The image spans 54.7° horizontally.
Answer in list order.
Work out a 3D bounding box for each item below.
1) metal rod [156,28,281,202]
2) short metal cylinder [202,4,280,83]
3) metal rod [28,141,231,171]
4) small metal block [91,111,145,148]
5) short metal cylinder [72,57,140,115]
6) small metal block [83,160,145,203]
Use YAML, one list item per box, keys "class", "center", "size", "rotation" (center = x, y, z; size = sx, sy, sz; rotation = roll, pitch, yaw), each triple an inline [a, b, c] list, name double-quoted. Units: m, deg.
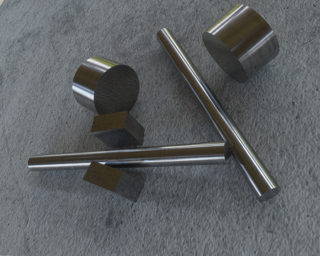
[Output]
- class: "metal rod"
  center: [0.057, -0.041, 0.398]
  size: [0.025, 0.025, 0.300]
  rotation: [-32, 52, 8]
- class: "short metal cylinder"
  center: [0.097, -0.102, 0.380]
  size: [0.050, 0.080, 0.080]
  rotation: [-41, 51, 1]
- class: "metal rod"
  center: [-0.059, 0.040, 0.398]
  size: [0.300, 0.025, 0.025]
  rotation: [-6, 59, 29]
- class: "small metal block"
  center: [-0.055, 0.004, 0.415]
  size: [0.050, 0.050, 0.025]
  rotation: [-8, 59, 24]
- class: "short metal cylinder"
  center: [-0.076, -0.057, 0.444]
  size: [0.050, 0.080, 0.080]
  rotation: [26, 76, 37]
- class: "small metal block"
  center: [-0.056, 0.066, 0.376]
  size: [0.050, 0.050, 0.025]
  rotation: [13, 71, 33]
